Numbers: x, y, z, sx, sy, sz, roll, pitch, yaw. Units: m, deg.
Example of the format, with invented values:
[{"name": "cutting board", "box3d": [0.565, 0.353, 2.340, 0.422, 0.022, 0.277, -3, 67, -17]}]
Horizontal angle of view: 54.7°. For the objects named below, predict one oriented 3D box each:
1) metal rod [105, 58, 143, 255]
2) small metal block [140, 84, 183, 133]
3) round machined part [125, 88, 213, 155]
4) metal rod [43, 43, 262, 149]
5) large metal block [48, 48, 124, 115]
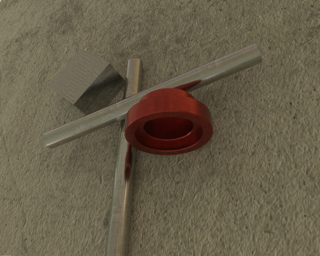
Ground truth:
[{"name": "metal rod", "box3d": [-0.044, 0.028, 0.407, 0.025, 0.025, 0.299, -11, 57, 22]}, {"name": "small metal block", "box3d": [0.001, -0.026, 0.418, 0.050, 0.025, 0.050, -15, 56, 19]}, {"name": "round machined part", "box3d": [0.010, -0.009, 0.357, 0.098, 0.098, 0.042, -14, 56, 20]}, {"name": "metal rod", "box3d": [-0.020, -0.036, 0.401, 0.301, 0.025, 0.025, -21, 54, 13]}, {"name": "large metal block", "box3d": [-0.114, -0.069, 0.488, 0.080, 0.050, 0.080, 32, 79, 37]}]
